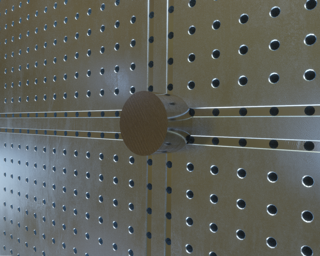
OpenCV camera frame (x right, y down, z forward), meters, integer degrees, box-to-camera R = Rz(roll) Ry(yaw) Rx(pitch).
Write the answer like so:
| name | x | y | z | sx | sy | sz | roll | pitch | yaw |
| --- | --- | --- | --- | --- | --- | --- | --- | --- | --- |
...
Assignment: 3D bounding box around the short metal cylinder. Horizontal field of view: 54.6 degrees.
| name | x | y | z | sx | sy | sz | roll | pitch | yaw |
| --- | --- | --- | --- | --- | --- | --- | --- | --- | --- |
| short metal cylinder | -0.006 | -0.006 | 0.399 | 0.080 | 0.050 | 0.080 | 0 | 90 | 40 |
